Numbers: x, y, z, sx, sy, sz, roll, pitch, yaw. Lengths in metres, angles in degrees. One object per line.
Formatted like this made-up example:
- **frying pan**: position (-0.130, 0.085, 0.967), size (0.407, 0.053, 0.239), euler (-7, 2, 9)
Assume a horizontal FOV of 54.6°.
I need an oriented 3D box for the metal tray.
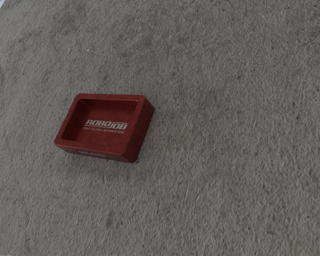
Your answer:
- **metal tray**: position (-0.081, -0.004, 0.446), size (0.130, 0.030, 0.090), euler (5, 64, 30)
